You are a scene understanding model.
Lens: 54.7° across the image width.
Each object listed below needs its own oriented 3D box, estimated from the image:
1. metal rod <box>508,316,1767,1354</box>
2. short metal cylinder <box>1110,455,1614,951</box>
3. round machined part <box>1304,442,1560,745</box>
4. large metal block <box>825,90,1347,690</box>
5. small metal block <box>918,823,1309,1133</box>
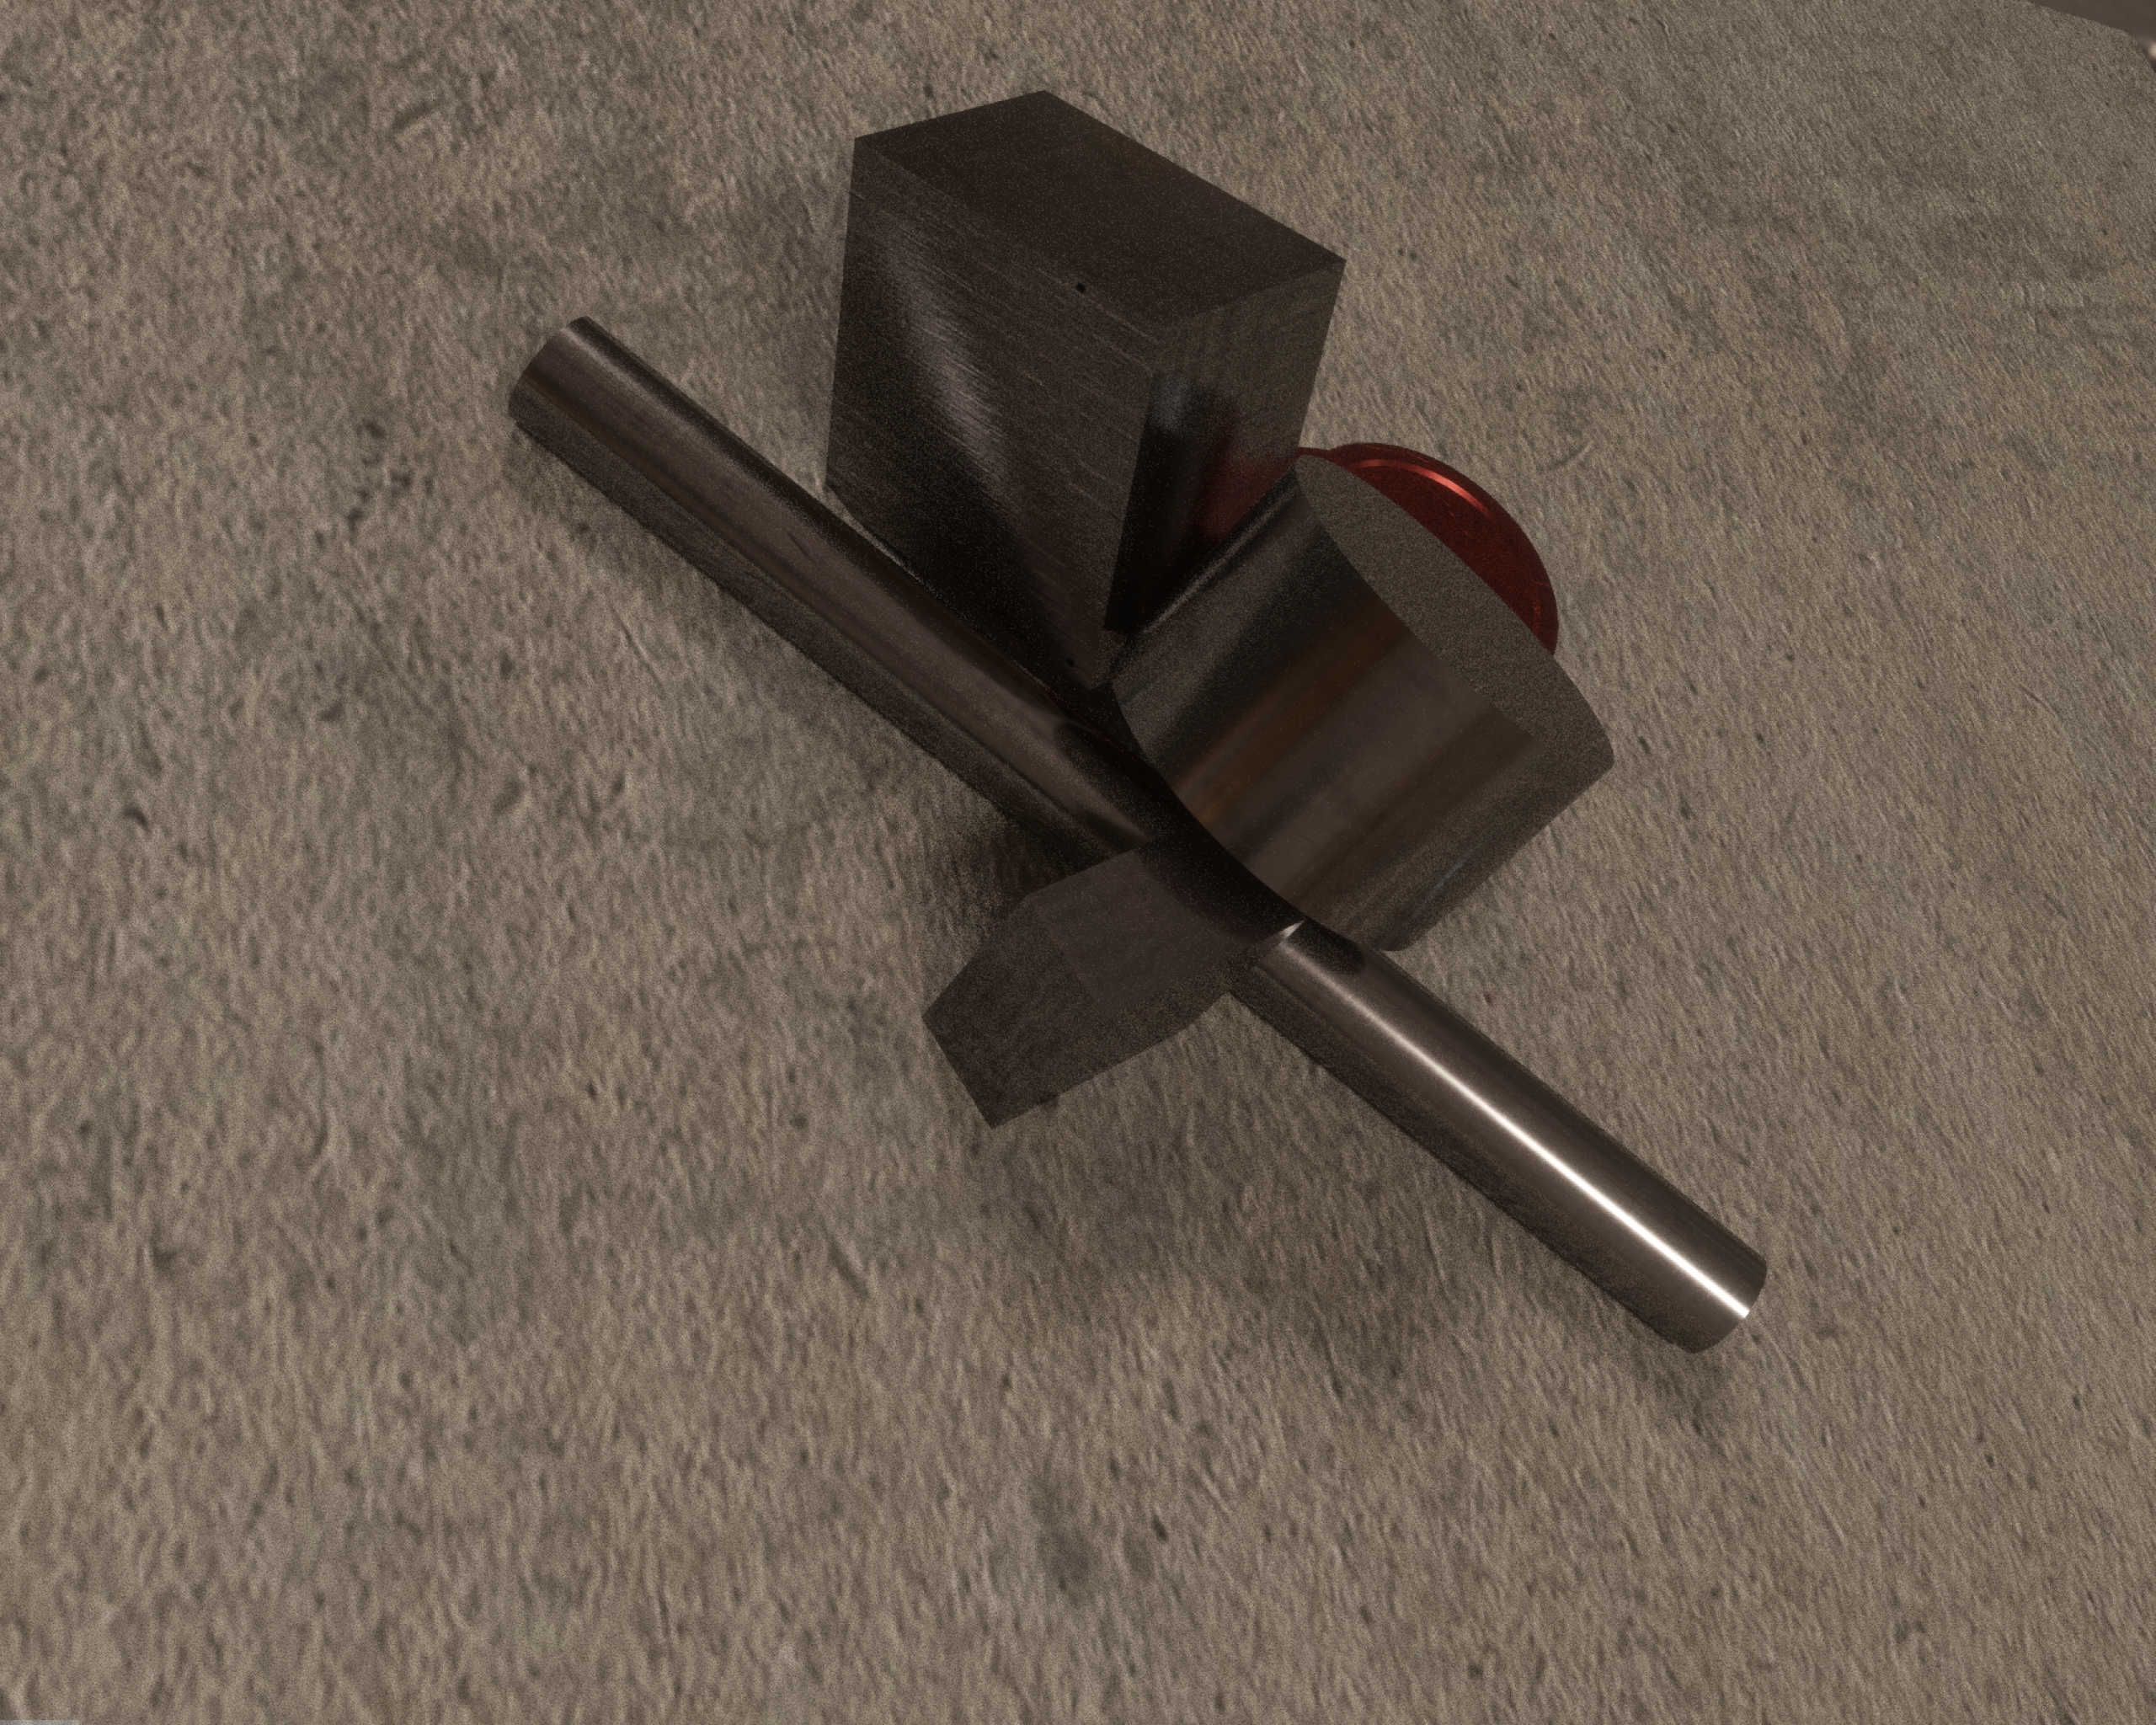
[{"bbox_3d":[0.014,-0.004,0.417,0.300,0.025,0.025,39,51,-3],"label":"metal rod"},{"bbox_3d":[0.053,-0.030,0.390,0.080,0.050,0.080,36,24,-19],"label":"short metal cylinder"},{"bbox_3d":[0.067,-0.054,0.465,0.099,0.042,0.098,14,56,-21],"label":"round machined part"},{"bbox_3d":[-0.002,-0.095,0.415,0.080,0.079,0.050,38,48,26],"label":"large metal block"},{"bbox_3d":[0.006,0.020,0.383,0.050,0.050,0.025,-23,74,-37],"label":"small metal block"}]
